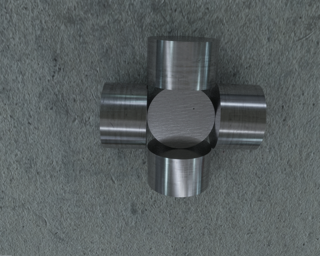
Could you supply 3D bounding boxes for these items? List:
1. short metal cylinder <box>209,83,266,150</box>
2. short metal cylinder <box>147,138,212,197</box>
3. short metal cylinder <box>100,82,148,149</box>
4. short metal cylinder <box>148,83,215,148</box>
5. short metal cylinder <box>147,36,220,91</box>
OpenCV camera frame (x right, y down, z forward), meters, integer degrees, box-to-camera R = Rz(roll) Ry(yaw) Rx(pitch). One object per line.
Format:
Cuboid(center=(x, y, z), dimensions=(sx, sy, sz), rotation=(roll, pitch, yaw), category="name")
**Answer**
Cuboid(center=(0.091, -0.014, 0.378), dimensions=(0.050, 0.080, 0.079), rotation=(2, 110, -1), category="short metal cylinder")
Cuboid(center=(0.024, 0.046, 0.399), dimensions=(0.081, 0.080, 0.050), rotation=(0, 110, -1), category="short metal cylinder")
Cuboid(center=(-0.041, -0.015, 0.376), dimensions=(0.050, 0.080, 0.079), rotation=(2, 110, -1), category="short metal cylinder")
Cuboid(center=(0.025, -0.021, 0.391), dimensions=(0.081, 0.050, 0.079), rotation=(0, 110, -1), category="short metal cylinder")
Cuboid(center=(0.025, -0.076, 0.353), dimensions=(0.081, 0.080, 0.050), rotation=(2, 111, -1), category="short metal cylinder")
